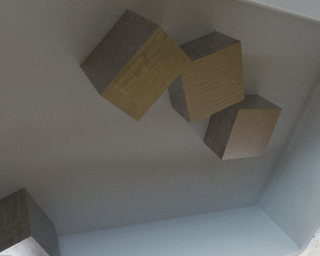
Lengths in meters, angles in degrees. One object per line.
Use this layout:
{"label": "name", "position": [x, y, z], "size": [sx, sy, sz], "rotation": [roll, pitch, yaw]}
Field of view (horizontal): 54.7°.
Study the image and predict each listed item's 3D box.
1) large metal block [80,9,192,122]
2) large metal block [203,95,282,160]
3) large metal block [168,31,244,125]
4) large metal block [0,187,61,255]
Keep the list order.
{"label": "large metal block", "position": [-0.028, -0.066, 0.318], "size": [0.080, 0.080, 0.050], "rotation": [-48, 129, 6]}
{"label": "large metal block", "position": [0.120, -0.003, 0.459], "size": [0.081, 0.050, 0.079], "rotation": [-2, 120, -28]}
{"label": "large metal block", "position": [0.054, -0.063, 0.385], "size": [0.081, 0.050, 0.080], "rotation": [-25, 128, -13]}
{"label": "large metal block", "position": [-0.162, 0.133, 0.368], "size": [0.050, 0.080, 0.080], "rotation": [-27, 128, -12]}
